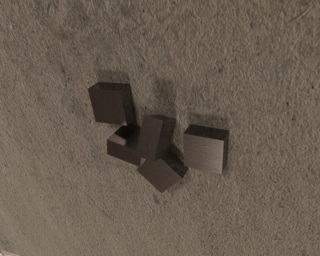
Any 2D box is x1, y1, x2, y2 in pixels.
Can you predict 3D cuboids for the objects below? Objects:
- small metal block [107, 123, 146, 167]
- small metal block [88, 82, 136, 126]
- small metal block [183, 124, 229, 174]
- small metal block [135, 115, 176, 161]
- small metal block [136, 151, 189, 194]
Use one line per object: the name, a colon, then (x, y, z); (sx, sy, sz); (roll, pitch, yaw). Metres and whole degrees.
small metal block: (-0.037, 0.021, 0.421); (0.050, 0.050, 0.025); (19, 126, 17)
small metal block: (-0.064, -0.033, 0.418); (0.050, 0.025, 0.050); (7, 122, 24)
small metal block: (0.058, 0.026, 0.392); (0.050, 0.025, 0.050); (10, 123, 22)
small metal block: (-0.004, 0.011, 0.387); (0.025, 0.050, 0.050); (15, 98, 19)
small metal block: (0.003, 0.058, 0.440); (0.050, 0.025, 0.050); (44, 129, -3)
